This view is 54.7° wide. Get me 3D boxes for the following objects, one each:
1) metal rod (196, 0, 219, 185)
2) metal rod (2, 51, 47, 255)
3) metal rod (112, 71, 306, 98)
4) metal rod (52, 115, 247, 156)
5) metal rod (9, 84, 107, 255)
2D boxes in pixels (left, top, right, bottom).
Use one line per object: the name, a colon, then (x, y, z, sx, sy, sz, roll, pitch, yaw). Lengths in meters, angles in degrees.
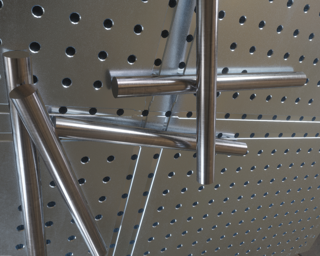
metal rod: (0.056, -0.065, 0.373, 0.025, 0.025, 0.298, -13, 115, -22)
metal rod: (-0.153, 0.060, 0.364, 0.025, 0.025, 0.298, -7, 122, -25)
metal rod: (0.084, -0.062, 0.420, 0.303, 0.025, 0.025, -6, 121, -26)
metal rod: (0.007, 0.016, 0.426, 0.302, 0.025, 0.025, 8, 114, -32)
metal rod: (-0.110, 0.078, 0.383, 0.025, 0.025, 0.298, -22, 132, -16)
